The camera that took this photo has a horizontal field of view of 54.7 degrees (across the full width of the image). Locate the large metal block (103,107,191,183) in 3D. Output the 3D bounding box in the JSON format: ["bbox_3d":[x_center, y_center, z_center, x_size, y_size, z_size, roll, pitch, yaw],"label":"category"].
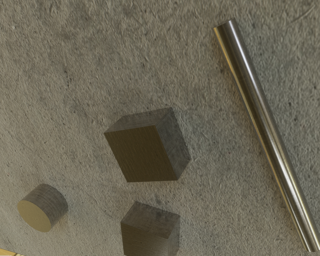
[{"bbox_3d":[-0.015,0.024,0.414,0.080,0.050,0.080,-9,114,32],"label":"large metal block"}]

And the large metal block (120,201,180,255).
[{"bbox_3d":[-0.014,0.177,0.507,0.080,0.050,0.079,13,124,21],"label":"large metal block"}]

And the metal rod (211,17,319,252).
[{"bbox_3d":[0.129,0.022,0.352,0.025,0.025,0.299,-16,111,34],"label":"metal rod"}]

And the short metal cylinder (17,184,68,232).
[{"bbox_3d":[-0.229,0.157,0.609,0.080,0.050,0.079,13,124,21],"label":"short metal cylinder"}]
